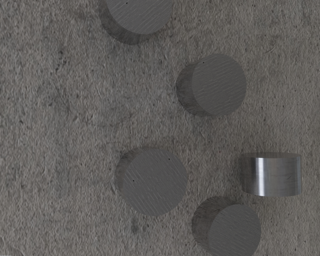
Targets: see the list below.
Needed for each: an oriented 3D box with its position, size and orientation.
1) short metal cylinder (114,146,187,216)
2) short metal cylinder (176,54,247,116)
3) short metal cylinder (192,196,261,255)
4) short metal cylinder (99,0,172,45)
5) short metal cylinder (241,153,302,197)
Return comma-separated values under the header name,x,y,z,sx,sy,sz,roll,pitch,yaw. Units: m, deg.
name,x,y,z,sx,sy,sz,roll,pitch,yaw
short metal cylinder,-0.013,0.064,0.391,0.081,0.050,0.080,0,90,-20
short metal cylinder,0.069,-0.056,0.421,0.081,0.050,0.080,0,90,-20
short metal cylinder,0.091,0.140,0.429,0.081,0.050,0.080,0,90,-20
short metal cylinder,-0.032,-0.149,0.384,0.081,0.050,0.080,0,90,-20
short metal cylinder,0.157,0.063,0.437,0.081,0.080,0.050,-2,91,-20
